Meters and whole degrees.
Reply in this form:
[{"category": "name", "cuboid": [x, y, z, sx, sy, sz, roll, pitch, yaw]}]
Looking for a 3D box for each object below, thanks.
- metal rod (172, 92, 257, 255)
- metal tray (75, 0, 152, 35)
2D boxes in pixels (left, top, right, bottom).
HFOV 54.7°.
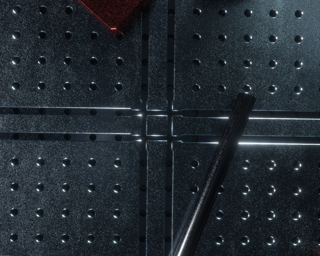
[{"category": "metal rod", "cuboid": [0.061, 0.096, 0.413, 0.025, 0.025, 0.299, 22, 90, 0]}, {"category": "metal tray", "cuboid": [-0.077, -0.200, 0.410, 0.130, 0.030, 0.090, 42, 90, 0]}]
